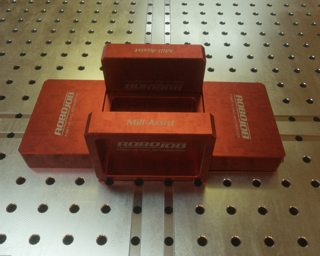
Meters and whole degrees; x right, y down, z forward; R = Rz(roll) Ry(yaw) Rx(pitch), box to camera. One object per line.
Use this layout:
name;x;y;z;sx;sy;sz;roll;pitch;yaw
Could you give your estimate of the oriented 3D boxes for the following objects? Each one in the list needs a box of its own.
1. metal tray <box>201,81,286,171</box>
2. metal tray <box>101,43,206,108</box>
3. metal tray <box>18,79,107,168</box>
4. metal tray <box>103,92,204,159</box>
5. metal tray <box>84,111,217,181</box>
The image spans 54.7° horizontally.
metal tray;0.102;-0.007;0.409;0.091;0.030;0.130;2;50;-1
metal tray;-0.008;-0.069;0.423;0.131;0.089;0.030;1;50;0
metal tray;-0.120;-0.010;0.411;0.091;0.030;0.130;1;50;0
metal tray;-0.009;-0.005;0.406;0.131;0.030;0.090;1;50;0
metal tray;-0.010;0.023;0.344;0.131;0.089;0.030;1;50;0
